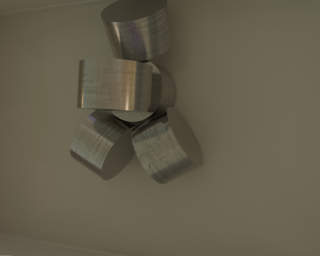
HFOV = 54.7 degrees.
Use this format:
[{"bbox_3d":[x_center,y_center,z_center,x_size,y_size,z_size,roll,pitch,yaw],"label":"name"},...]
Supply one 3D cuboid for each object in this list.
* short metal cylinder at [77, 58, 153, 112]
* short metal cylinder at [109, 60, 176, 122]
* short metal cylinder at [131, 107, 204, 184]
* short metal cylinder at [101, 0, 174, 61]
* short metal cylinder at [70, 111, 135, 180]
[{"bbox_3d":[-0.050,-0.044,0.343,0.080,0.080,0.050,4,91,20],"label":"short metal cylinder"},{"bbox_3d":[-0.025,-0.047,0.403,0.080,0.050,0.080,0,90,20],"label":"short metal cylinder"},{"bbox_3d":[0.010,0.021,0.376,0.050,0.080,0.080,-30,80,18],"label":"short metal cylinder"},{"bbox_3d":[-0.027,-0.125,0.382,0.080,0.080,0.050,4,134,20],"label":"short metal cylinder"},{"bbox_3d":[-0.069,0.021,0.404,0.050,0.080,0.080,31,100,18],"label":"short metal cylinder"}]
